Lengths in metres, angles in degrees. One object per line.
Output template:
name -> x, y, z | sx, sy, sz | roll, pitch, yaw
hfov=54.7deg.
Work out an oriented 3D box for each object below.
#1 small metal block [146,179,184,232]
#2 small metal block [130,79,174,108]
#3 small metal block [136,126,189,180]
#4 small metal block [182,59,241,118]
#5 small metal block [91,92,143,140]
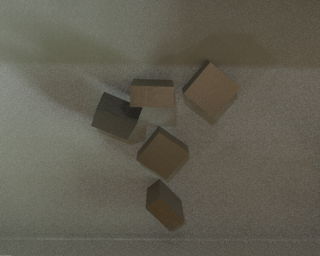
small metal block -> 0.007, 0.108, 0.438 | 0.025, 0.050, 0.050 | -39, 106, 13
small metal block -> -0.009, -0.044, 0.381 | 0.050, 0.050, 0.025 | 2, 108, -1
small metal block -> 0.004, 0.034, 0.424 | 0.050, 0.025, 0.050 | 35, 106, -13
small metal block -> 0.064, -0.050, 0.394 | 0.050, 0.025, 0.050 | 36, 106, -13
small metal block -> -0.055, -0.014, 0.391 | 0.050, 0.025, 0.050 | 22, 150, -9
